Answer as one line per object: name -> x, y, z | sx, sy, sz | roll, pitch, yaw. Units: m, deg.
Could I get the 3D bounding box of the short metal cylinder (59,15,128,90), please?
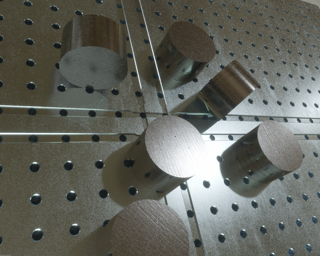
short metal cylinder -> -0.081, -0.092, 0.385 | 0.081, 0.080, 0.050 | 8, 58, -24

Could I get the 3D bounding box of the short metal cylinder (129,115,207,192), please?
short metal cylinder -> 0.009, 0.031, 0.378 | 0.081, 0.050, 0.080 | 14, 56, -21

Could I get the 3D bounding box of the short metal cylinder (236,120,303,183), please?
short metal cylinder -> 0.160, 0.035, 0.456 | 0.081, 0.050, 0.080 | 14, 56, -21

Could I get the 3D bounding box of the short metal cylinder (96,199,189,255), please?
short metal cylinder -> -0.018, 0.118, 0.310 | 0.081, 0.050, 0.080 | 14, 56, -21

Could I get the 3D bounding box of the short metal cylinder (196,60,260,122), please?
short metal cylinder -> 0.099, -0.055, 0.460 | 0.050, 0.080, 0.080 | 48, 51, 5

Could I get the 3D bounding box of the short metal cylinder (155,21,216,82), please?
short metal cylinder -> 0.040, -0.119, 0.486 | 0.081, 0.050, 0.080 | 14, 56, -21
